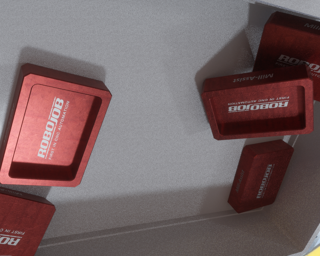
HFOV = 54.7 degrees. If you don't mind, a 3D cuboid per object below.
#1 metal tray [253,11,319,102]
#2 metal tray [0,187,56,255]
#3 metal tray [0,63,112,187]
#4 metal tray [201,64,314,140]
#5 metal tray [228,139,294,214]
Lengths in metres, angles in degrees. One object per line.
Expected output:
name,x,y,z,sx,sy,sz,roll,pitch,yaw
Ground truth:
metal tray,0.188,-0.082,0.382,0.030,0.130,0.090,-54,157,-33
metal tray,-0.193,0.110,0.337,0.130,0.030,0.090,32,77,-45
metal tray,-0.118,0.003,0.342,0.091,0.030,0.129,10,113,-33
metal tray,0.129,-0.029,0.408,0.130,0.030,0.090,-6,132,21
metal tray,0.180,0.088,0.558,0.091,0.030,0.129,-7,122,-25
